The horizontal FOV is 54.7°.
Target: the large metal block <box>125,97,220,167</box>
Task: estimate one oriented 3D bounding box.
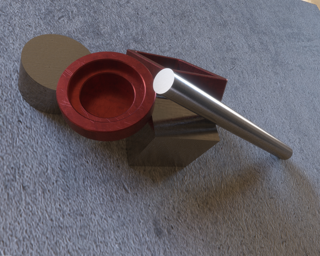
[{"bbox_3d":[0.011,0.009,0.372,0.081,0.080,0.050,4,60,-26],"label":"large metal block"}]

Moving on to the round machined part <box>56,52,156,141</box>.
[{"bbox_3d":[-0.055,-0.030,0.327,0.099,0.042,0.098,3,62,-5],"label":"round machined part"}]

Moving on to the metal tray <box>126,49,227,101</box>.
[{"bbox_3d":[0.014,-0.070,0.406,0.091,0.030,0.130,4,20,-26],"label":"metal tray"}]

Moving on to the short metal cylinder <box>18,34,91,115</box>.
[{"bbox_3d":[-0.121,-0.062,0.363,0.081,0.050,0.080,14,56,-21],"label":"short metal cylinder"}]

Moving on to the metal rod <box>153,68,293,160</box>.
[{"bbox_3d":[0.101,-0.002,0.387,0.301,0.025,0.025,23,49,-45],"label":"metal rod"}]
